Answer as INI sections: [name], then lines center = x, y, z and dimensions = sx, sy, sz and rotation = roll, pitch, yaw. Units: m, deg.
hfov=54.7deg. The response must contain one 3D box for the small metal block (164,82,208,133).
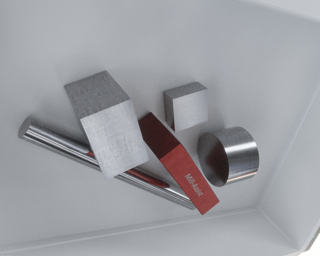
[small metal block]
center = 0.035, -0.028, 0.409
dimensions = 0.050, 0.025, 0.050
rotation = -19, 126, -18

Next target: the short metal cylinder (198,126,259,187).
[short metal cylinder]
center = 0.097, 0.041, 0.452
dimensions = 0.050, 0.080, 0.079
rotation = -11, 123, -22

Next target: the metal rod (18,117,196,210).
[metal rod]
center = -0.044, 0.062, 0.422
dimensions = 0.301, 0.025, 0.025
rotation = 32, 100, -39

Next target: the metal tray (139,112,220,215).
[metal tray]
center = 0.022, 0.048, 0.407
dimensions = 0.030, 0.090, 0.130
rotation = -38, 130, -4

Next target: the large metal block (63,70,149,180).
[large metal block]
center = -0.059, -0.005, 0.337
dimensions = 0.050, 0.080, 0.080
rotation = -24, 128, -14
